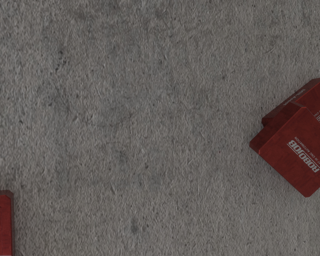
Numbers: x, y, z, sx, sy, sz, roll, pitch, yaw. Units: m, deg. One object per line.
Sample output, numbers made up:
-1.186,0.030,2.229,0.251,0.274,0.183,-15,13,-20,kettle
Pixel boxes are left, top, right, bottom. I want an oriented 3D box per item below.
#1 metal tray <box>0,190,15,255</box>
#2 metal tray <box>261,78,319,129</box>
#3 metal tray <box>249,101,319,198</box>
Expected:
-0.206,0.137,0.330,0.091,0.030,0.129,-2,91,-20,metal tray
0.234,-0.011,0.493,0.131,0.030,0.090,-35,102,-17,metal tray
0.208,0.034,0.459,0.130,0.030,0.090,39,98,-22,metal tray
